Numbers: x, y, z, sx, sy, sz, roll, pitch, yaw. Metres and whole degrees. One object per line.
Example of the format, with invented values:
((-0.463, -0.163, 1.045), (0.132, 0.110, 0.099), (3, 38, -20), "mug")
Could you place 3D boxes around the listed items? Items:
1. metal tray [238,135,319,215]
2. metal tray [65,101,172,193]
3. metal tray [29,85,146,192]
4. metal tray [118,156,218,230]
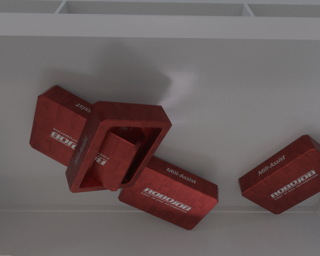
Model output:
((0.199, 0.076, 0.472), (0.090, 0.030, 0.129), (31, 123, -24), "metal tray")
((-0.054, 0.027, 0.381), (0.091, 0.030, 0.129), (2, 135, -35), "metal tray")
((-0.094, 0.015, 0.390), (0.130, 0.030, 0.089), (29, 127, 1), "metal tray")
((0.012, 0.100, 0.477), (0.131, 0.030, 0.089), (25, 126, -8), "metal tray")
